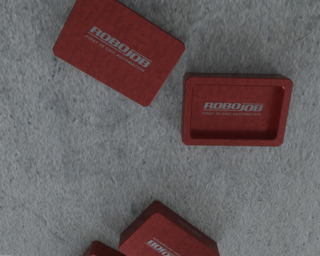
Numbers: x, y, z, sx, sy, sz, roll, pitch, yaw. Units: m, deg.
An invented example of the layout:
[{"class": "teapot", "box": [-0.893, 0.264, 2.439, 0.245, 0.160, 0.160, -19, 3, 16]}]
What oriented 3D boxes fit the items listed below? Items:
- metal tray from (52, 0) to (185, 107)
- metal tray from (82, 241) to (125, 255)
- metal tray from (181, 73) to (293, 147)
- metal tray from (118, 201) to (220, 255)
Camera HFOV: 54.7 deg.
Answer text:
[{"class": "metal tray", "box": [-0.047, -0.096, 0.371, 0.131, 0.030, 0.090, 30, 107, -11]}, {"class": "metal tray", "box": [-0.102, 0.253, 0.498, 0.090, 0.030, 0.129, 33, 106, -12]}, {"class": "metal tray", "box": [0.095, -0.023, 0.399, 0.131, 0.030, 0.089, 1, 110, -1]}, {"class": "metal tray", "box": [0.014, 0.182, 0.474, 0.130, 0.030, 0.090, 39, 105, -14]}]
